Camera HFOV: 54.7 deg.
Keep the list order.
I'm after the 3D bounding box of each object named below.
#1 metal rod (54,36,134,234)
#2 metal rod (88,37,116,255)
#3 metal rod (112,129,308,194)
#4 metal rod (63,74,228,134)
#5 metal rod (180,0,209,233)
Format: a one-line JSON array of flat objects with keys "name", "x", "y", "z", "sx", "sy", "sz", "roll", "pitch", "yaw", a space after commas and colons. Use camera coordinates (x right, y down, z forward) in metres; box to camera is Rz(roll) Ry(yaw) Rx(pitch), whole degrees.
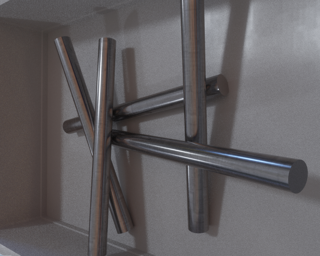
[{"name": "metal rod", "x": -0.099, "y": 0.007, "z": 0.459, "sx": 0.025, "sy": 0.025, "sz": 0.299, "roll": -22, "pitch": 85, "yaw": 38}, {"name": "metal rod", "x": -0.080, "y": 0.022, "z": 0.433, "sx": 0.025, "sy": 0.025, "sz": 0.298, "roll": -4, "pitch": 82, "yaw": 40}, {"name": "metal rod", "x": 0.014, "y": 0.025, "z": 0.346, "sx": 0.299, "sy": 0.025, "sz": 0.025, "roll": 7, "pitch": 95, "yaw": 55}, {"name": "metal rod", "x": -0.043, "y": -0.025, "z": 0.442, "sx": 0.300, "sy": 0.025, "sz": 0.025, "roll": -12, "pitch": 83, "yaw": 39}, {"name": "metal rod", "x": 0.039, "y": -0.027, "z": 0.344, "sx": 0.025, "sy": 0.025, "sz": 0.298, "roll": 6, "pitch": 103, "yaw": 40}]
